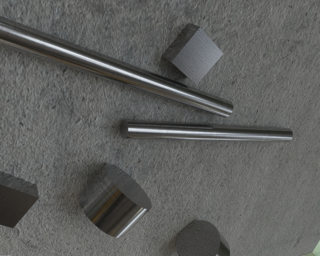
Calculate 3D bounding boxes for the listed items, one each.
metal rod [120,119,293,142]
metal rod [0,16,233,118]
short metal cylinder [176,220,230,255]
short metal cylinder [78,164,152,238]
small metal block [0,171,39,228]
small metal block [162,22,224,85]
[{"bbox_3d":[0.087,0.007,0.458,0.302,0.025,0.025,2,117,-30],"label":"metal rod"},{"bbox_3d":[-0.026,-0.057,0.356,0.302,0.025,0.025,14,111,-34],"label":"metal rod"},{"bbox_3d":[0.076,0.210,0.543,0.080,0.080,0.050,-38,129,-3],"label":"short metal cylinder"},{"bbox_3d":[-0.057,0.092,0.397,0.050,0.080,0.080,-46,129,4],"label":"short metal cylinder"},{"bbox_3d":[-0.180,0.084,0.360,0.050,0.025,0.050,-49,129,6],"label":"small metal block"},{"bbox_3d":[0.040,-0.089,0.374,0.050,0.025,0.050,34,99,-39],"label":"small metal block"}]
